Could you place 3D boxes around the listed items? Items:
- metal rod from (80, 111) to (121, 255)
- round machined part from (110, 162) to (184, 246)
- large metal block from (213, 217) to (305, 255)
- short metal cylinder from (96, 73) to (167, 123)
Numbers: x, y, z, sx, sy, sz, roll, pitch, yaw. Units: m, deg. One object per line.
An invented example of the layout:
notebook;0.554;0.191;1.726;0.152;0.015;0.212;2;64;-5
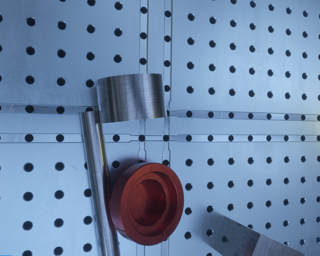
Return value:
metal rod;-0.067;0.127;0.388;0.025;0.025;0.298;-8;93;-20
round machined part;-0.020;0.092;0.387;0.099;0.042;0.097;4;83;-39
large metal block;0.136;0.173;0.436;0.080;0.080;0.050;28;81;-18
short metal cylinder;-0.034;-0.034;0.372;0.081;0.080;0.050;-7;93;-20
